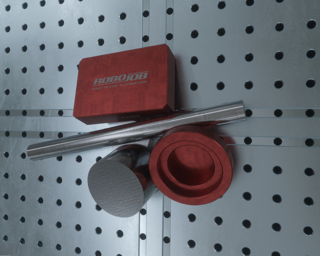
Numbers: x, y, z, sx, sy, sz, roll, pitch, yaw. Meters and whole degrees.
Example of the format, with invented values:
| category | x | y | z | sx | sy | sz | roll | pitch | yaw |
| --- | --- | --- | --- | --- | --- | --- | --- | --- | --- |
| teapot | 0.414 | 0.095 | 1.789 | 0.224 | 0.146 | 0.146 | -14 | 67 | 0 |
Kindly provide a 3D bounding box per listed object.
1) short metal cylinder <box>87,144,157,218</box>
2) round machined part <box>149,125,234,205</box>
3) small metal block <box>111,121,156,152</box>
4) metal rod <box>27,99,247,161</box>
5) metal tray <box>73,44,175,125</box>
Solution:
| category | x | y | z | sx | sy | sz | roll | pitch | yaw |
| --- | --- | --- | --- | --- | --- | --- | --- | --- | --- |
| short metal cylinder | -0.045 | 0.068 | 0.402 | 0.080 | 0.050 | 0.079 | 9 | 112 | 22 |
| round machined part | 0.039 | 0.041 | 0.377 | 0.098 | 0.042 | 0.097 | 5 | 113 | 13 |
| small metal block | -0.035 | 0.015 | 0.433 | 0.050 | 0.025 | 0.050 | 19 | 96 | 18 |
| metal rod | -0.044 | 0.007 | 0.400 | 0.301 | 0.025 | 0.025 | -11 | 86 | 19 |
| metal tray | -0.047 | -0.056 | 0.411 | 0.130 | 0.030 | 0.090 | -5 | 70 | 19 |
